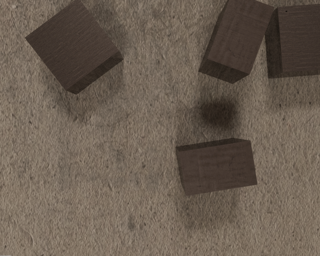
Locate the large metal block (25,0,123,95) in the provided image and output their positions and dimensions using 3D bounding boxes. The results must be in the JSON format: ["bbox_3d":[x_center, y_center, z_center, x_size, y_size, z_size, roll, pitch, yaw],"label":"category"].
[{"bbox_3d":[-0.106,-0.101,0.396,0.080,0.050,0.080,-37,90,0],"label":"large metal block"}]

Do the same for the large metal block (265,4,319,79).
[{"bbox_3d":[0.186,-0.110,0.400,0.081,0.050,0.079,-5,90,-1],"label":"large metal block"}]

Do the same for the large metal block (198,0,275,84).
[{"bbox_3d":[0.090,-0.106,0.384,0.050,0.080,0.080,20,90,0],"label":"large metal block"}]

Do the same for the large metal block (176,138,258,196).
[{"bbox_3d":[0.065,0.044,0.383,0.081,0.080,0.050,-9,90,0],"label":"large metal block"}]
